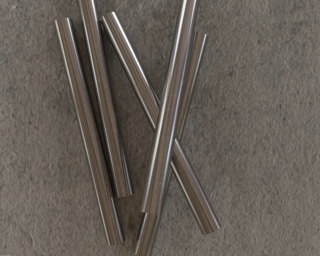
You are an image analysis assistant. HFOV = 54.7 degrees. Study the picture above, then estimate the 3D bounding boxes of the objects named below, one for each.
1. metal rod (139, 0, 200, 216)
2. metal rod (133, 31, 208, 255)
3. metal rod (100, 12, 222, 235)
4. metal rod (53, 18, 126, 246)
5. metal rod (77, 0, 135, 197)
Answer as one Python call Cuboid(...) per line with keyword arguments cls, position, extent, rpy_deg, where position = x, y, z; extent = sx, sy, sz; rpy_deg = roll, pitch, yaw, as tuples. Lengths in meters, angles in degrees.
Cuboid(cls="metal rod", position=(0.017, -0.049, 0.373), extent=(0.025, 0.025, 0.299), rpy_deg=(11, 75, -1))
Cuboid(cls="metal rod", position=(0.014, 0.021, 0.410), extent=(0.025, 0.025, 0.298), rpy_deg=(15, 90, -1))
Cuboid(cls="metal rod", position=(-0.003, -0.012, 0.388), extent=(0.025, 0.025, 0.299), rpy_deg=(-26, 82, 0))
Cuboid(cls="metal rod", position=(-0.093, 0.005, 0.408), extent=(0.025, 0.025, 0.298), rpy_deg=(-14, 90, 0))
Cuboid(cls="metal rod", position=(-0.075, -0.058, 0.408), extent=(0.025, 0.025, 0.298), rpy_deg=(-11, 90, 0))
